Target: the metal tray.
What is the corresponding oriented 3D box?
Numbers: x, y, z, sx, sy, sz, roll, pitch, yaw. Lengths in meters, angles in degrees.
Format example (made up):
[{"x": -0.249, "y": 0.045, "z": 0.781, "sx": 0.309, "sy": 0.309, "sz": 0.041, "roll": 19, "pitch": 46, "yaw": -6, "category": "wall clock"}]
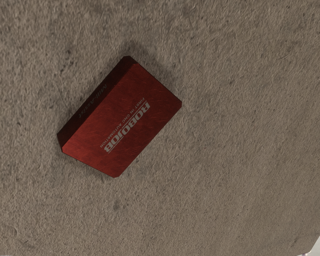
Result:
[{"x": -0.047, "y": -0.009, "z": 0.374, "sx": 0.130, "sy": 0.030, "sz": 0.090, "roll": -48, "pitch": 129, "yaw": 5, "category": "metal tray"}]
